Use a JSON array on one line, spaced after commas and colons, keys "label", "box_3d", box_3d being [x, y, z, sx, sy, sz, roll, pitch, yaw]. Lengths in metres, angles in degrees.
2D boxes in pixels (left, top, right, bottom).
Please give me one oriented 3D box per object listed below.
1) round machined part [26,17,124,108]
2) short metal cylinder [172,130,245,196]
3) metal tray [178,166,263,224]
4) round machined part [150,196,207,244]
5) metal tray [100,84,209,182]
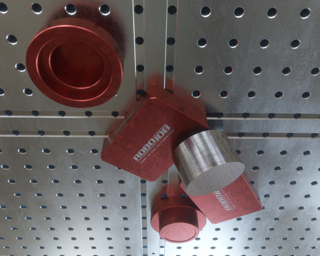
[{"label": "round machined part", "box_3d": [-0.088, -0.073, 0.337, 0.099, 0.042, 0.097, -1, 130, 0]}, {"label": "short metal cylinder", "box_3d": [0.062, 0.047, 0.406, 0.081, 0.050, 0.080, -16, 146, -11]}, {"label": "metal tray", "box_3d": [0.098, 0.098, 0.494, 0.090, 0.030, 0.130, -24, 127, 18]}, {"label": "round machined part", "box_3d": [0.032, 0.166, 0.543, 0.099, 0.042, 0.097, -1, 130, 0]}, {"label": "metal tray", "box_3d": [-0.010, 0.013, 0.419, 0.090, 0.030, 0.129, 28, 124, -22]}]
